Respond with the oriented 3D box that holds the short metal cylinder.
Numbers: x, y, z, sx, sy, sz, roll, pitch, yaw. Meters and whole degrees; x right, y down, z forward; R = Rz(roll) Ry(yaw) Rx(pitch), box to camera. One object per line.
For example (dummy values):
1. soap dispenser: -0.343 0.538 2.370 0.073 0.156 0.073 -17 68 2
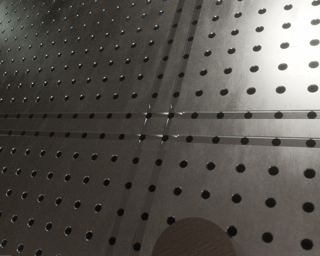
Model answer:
1. short metal cylinder: 0.038 0.130 0.291 0.080 0.050 0.080 -13 56 20
